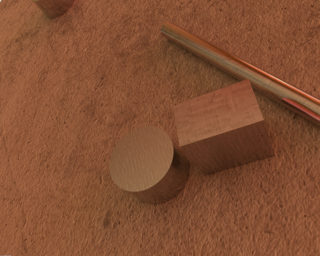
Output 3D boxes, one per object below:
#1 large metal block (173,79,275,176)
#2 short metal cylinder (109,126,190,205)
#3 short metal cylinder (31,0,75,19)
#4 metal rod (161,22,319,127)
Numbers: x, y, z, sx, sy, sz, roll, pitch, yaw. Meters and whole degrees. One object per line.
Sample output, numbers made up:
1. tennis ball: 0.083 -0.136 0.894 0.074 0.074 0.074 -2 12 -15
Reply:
1. large metal block: 0.069 0.004 0.329 0.080 0.080 0.050 -19 55 17
2. short metal cylinder: -0.012 0.044 0.366 0.080 0.050 0.080 -13 56 20
3. short metal cylinder: -0.238 -0.291 0.688 0.080 0.050 0.080 -13 56 20
4. metal rod: 0.098 -0.078 0.399 0.025 0.025 0.300 -45 51 -3
